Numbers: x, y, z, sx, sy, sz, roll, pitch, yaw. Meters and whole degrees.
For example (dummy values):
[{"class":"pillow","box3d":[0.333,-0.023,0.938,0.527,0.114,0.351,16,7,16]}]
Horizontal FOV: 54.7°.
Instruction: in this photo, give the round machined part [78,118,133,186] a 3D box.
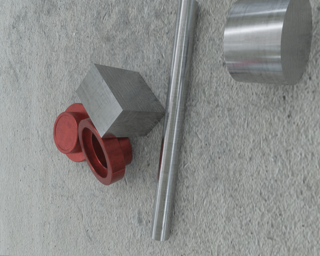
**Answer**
[{"class":"round machined part","box3d":[-0.075,0.028,0.440,0.098,0.042,0.097,35,136,43]}]

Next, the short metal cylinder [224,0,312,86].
[{"class":"short metal cylinder","box3d":[0.101,-0.081,0.286,0.050,0.081,0.079,11,97,39]}]

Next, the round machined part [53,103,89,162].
[{"class":"round machined part","box3d":[-0.138,0.008,0.508,0.098,0.042,0.097,0,90,40]}]

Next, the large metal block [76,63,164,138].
[{"class":"large metal block","box3d":[-0.051,-0.034,0.411,0.050,0.081,0.080,-49,61,29]}]

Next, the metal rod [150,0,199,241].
[{"class":"metal rod","box3d":[0.017,-0.005,0.390,0.025,0.025,0.298,11,97,39]}]
